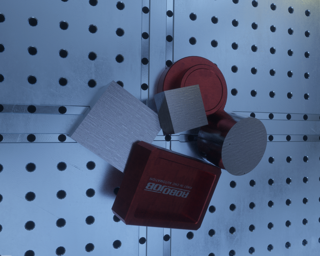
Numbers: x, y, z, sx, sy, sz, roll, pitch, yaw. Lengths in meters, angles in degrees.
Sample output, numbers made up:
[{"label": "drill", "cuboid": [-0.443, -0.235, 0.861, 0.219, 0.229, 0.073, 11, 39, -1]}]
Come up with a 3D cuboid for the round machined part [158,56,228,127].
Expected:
[{"label": "round machined part", "cuboid": [0.050, -0.050, 0.422, 0.099, 0.042, 0.097, 0, 90, -20]}]

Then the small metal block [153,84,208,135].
[{"label": "small metal block", "cuboid": [0.025, -0.022, 0.373, 0.050, 0.025, 0.050, -15, 92, -31]}]

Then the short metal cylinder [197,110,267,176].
[{"label": "short metal cylinder", "cuboid": [0.099, 0.019, 0.424, 0.081, 0.050, 0.079, -9, 109, -29]}]

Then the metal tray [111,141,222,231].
[{"label": "metal tray", "cuboid": [0.014, 0.076, 0.385, 0.131, 0.030, 0.090, 21, 90, -41]}]

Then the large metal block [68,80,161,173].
[{"label": "large metal block", "cuboid": [-0.053, 0.001, 0.380, 0.080, 0.050, 0.080, 37, 78, -16]}]
